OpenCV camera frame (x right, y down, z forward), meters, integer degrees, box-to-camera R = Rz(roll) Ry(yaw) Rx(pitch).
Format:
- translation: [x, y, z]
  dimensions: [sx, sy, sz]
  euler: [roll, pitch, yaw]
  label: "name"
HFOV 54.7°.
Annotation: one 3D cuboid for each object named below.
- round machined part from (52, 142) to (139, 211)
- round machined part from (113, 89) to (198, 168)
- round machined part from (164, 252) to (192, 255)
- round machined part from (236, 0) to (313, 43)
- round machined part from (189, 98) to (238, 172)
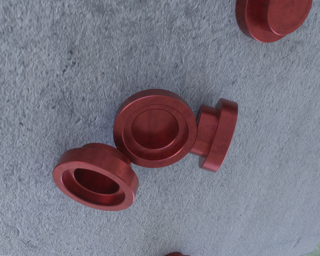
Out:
- translation: [-0.072, 0.055, 0.369]
  dimensions: [0.098, 0.042, 0.097]
  euler: [9, 137, 9]
  label: "round machined part"
- translation: [-0.007, -0.003, 0.378]
  dimensions: [0.099, 0.042, 0.097]
  euler: [-3, 119, -5]
  label: "round machined part"
- translation: [0.025, 0.272, 0.577]
  dimensions: [0.099, 0.042, 0.097]
  euler: [-14, 124, -21]
  label: "round machined part"
- translation: [0.146, -0.153, 0.381]
  dimensions: [0.099, 0.042, 0.097]
  euler: [-14, 124, -21]
  label: "round machined part"
- translation: [0.066, 0.006, 0.411]
  dimensions: [0.042, 0.098, 0.097]
  euler: [17, 114, 2]
  label: "round machined part"
